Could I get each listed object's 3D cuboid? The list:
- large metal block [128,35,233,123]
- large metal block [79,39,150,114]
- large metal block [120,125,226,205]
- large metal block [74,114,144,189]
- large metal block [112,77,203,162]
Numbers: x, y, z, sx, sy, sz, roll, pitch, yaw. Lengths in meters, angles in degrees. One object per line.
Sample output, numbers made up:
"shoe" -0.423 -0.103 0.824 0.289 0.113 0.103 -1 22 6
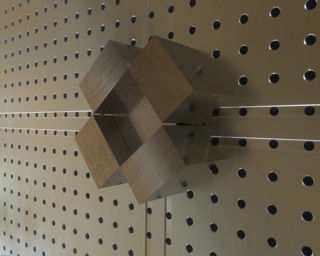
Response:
"large metal block" 0.024 -0.052 0.355 0.050 0.081 0.080 -46 63 30
"large metal block" -0.046 -0.063 0.413 0.080 0.081 0.050 -46 63 30
"large metal block" 0.016 0.041 0.363 0.080 0.081 0.050 -45 63 31
"large metal block" -0.056 0.029 0.420 0.050 0.081 0.080 -46 63 30
"large metal block" -0.006 -0.011 0.398 0.080 0.050 0.080 -47 61 32
